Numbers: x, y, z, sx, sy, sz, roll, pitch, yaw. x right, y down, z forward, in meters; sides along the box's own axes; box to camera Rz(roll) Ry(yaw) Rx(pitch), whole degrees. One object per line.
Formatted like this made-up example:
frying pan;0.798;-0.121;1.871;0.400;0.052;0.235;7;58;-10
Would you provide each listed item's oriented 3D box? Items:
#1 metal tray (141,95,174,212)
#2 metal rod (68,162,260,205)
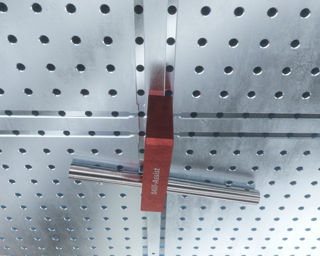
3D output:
metal tray;-0.005;0.034;0.397;0.030;0.090;0.129;4;130;-2
metal rod;0.012;0.089;0.488;0.302;0.025;0.025;10;129;-9
